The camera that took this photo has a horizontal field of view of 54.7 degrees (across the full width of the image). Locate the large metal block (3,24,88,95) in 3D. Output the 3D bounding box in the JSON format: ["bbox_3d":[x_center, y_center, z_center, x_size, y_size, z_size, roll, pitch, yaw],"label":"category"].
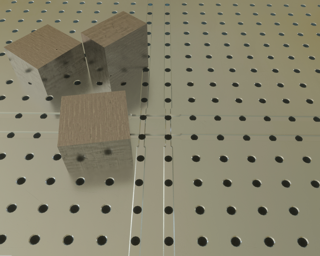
[{"bbox_3d":[-0.174,-0.108,0.480,0.080,0.050,0.080,32,57,23],"label":"large metal block"}]

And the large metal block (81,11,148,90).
[{"bbox_3d":[-0.065,-0.116,0.469,0.050,0.080,0.080,36,58,26],"label":"large metal block"}]

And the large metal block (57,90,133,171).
[{"bbox_3d":[-0.079,0.002,0.389,0.081,0.050,0.080,-6,50,-6],"label":"large metal block"}]
